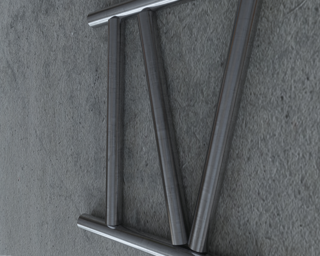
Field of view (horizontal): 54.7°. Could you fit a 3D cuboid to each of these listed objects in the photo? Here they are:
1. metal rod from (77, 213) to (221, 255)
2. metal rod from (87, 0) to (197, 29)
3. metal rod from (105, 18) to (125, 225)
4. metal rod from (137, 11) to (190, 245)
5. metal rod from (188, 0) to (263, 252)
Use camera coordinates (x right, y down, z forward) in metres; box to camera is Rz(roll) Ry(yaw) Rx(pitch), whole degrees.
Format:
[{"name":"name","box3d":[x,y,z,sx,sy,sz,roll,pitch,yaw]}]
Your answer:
[{"name":"metal rod","box3d":[-0.009,0.155,0.410,0.300,0.025,0.025,2,91,39]},{"name":"metal rod","box3d":[0.011,-0.167,0.396,0.300,0.025,0.025,2,91,39]},{"name":"metal rod","box3d":[-0.066,-0.009,0.458,0.025,0.025,0.298,1,91,39]},{"name":"metal rod","box3d":[0.004,-0.006,0.400,0.025,0.025,0.298,-15,81,39]},{"name":"metal rod","box3d":[0.072,-0.005,0.345,0.025,0.025,0.298,17,101,38]}]
